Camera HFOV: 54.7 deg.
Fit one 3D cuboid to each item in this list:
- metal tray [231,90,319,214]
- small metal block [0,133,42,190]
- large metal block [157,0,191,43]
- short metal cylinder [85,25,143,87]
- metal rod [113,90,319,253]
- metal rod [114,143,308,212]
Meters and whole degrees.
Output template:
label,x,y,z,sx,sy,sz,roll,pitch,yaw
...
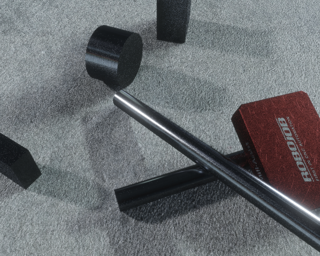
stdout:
label,x,y,z,sx,sy,sz,roll,pitch,yaw
metal tray,0.148,0.028,0.352,0.091,0.030,0.130,-13,70,-12
small metal block,-0.169,0.037,0.353,0.050,0.050,0.025,26,55,20
large metal block,0.026,-0.210,0.544,0.050,0.080,0.080,8,51,6
short metal cylinder,-0.065,-0.105,0.455,0.050,0.080,0.080,19,52,15
metal rod,0.043,0.027,0.350,0.025,0.025,0.300,-35,49,-26
metal rod,0.095,0.040,0.370,0.302,0.025,0.025,-15,52,-13
